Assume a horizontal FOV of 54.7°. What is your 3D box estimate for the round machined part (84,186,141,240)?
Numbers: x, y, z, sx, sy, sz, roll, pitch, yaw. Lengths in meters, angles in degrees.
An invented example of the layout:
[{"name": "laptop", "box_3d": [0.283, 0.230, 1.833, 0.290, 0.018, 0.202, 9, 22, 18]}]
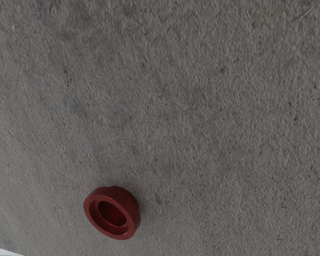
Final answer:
[{"name": "round machined part", "box_3d": [-0.075, 0.137, 0.520, 0.098, 0.042, 0.097, 13, 124, 21]}]
